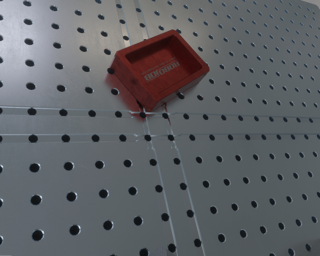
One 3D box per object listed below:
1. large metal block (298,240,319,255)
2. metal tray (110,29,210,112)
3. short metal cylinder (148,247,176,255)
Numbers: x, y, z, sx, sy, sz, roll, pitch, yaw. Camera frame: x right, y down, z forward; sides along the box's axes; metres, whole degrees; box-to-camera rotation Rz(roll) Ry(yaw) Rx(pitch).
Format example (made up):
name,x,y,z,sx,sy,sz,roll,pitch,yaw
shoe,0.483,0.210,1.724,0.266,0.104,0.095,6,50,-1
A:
name,x,y,z,sx,sy,sz,roll,pitch,yaw
large metal block,0.233,0.191,0.401,0.081,0.050,0.080,-13,69,-34
metal tray,0.004,-0.090,0.461,0.131,0.030,0.090,-35,81,-38
short metal cylinder,0.001,0.157,0.278,0.050,0.080,0.080,38,51,-3
